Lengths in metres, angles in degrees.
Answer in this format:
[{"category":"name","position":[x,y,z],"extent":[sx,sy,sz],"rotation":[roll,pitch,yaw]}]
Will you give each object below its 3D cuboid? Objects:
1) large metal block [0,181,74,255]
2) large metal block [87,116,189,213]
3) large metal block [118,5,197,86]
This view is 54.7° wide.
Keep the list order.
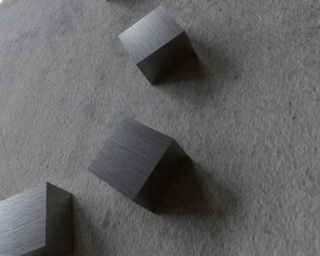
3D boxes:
[{"category":"large metal block","position":[-0.159,0.126,0.392],"extent":[0.080,0.050,0.080],"rotation":[-24,53,13]},{"category":"large metal block","position":[-0.026,0.042,0.374],"extent":[0.080,0.050,0.080],"rotation":[25,75,36]},{"category":"large metal block","position":[-0.005,-0.125,0.466],"extent":[0.080,0.050,0.080],"rotation":[-34,52,5]}]
